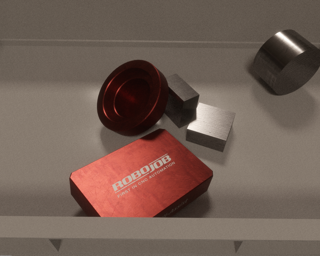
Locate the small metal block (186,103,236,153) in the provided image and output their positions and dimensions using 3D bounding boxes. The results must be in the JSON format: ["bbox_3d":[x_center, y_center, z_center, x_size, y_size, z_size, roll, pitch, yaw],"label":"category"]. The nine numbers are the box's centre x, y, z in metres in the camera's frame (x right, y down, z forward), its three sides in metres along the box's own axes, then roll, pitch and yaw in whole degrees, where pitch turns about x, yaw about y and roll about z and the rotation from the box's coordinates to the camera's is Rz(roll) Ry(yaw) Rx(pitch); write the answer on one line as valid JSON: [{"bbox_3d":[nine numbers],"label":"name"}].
[{"bbox_3d":[0.067,-0.002,0.407,0.050,0.025,0.050,18,52,14],"label":"small metal block"}]

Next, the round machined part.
[{"bbox_3d":[-0.031,-0.036,0.404,0.098,0.042,0.098,-12,65,28],"label":"round machined part"}]

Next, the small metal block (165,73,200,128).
[{"bbox_3d":[0.024,-0.037,0.419,0.025,0.050,0.050,-25,55,-26],"label":"small metal block"}]

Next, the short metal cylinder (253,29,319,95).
[{"bbox_3d":[0.185,-0.095,0.452,0.081,0.080,0.050,-20,53,-16],"label":"short metal cylinder"}]

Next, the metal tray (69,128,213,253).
[{"bbox_3d":[-0.018,0.059,0.337,0.131,0.030,0.090,-27,55,-33],"label":"metal tray"}]
